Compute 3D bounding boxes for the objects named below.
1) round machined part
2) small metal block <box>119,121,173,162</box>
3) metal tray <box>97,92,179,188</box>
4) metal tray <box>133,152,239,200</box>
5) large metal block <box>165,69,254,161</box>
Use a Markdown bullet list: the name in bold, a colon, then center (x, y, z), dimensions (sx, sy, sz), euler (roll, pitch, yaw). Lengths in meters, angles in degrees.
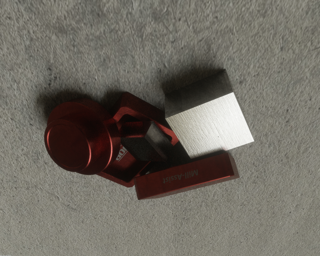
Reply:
- **round machined part**: center (-0.102, 0.015, 0.382), dimensions (0.098, 0.042, 0.097), euler (9, 113, 22)
- **small metal block**: center (-0.020, 0.017, 0.393), dimensions (0.050, 0.025, 0.050), euler (-2, 139, 39)
- **metal tray**: center (-0.044, 0.022, 0.423), dimensions (0.090, 0.030, 0.129), euler (28, 125, -22)
- **metal tray**: center (0.040, 0.070, 0.435), dimensions (0.130, 0.030, 0.090), euler (-17, 164, 15)
- **large metal block**: center (0.060, -0.013, 0.382), dimensions (0.080, 0.050, 0.080), euler (-21, 127, 17)
